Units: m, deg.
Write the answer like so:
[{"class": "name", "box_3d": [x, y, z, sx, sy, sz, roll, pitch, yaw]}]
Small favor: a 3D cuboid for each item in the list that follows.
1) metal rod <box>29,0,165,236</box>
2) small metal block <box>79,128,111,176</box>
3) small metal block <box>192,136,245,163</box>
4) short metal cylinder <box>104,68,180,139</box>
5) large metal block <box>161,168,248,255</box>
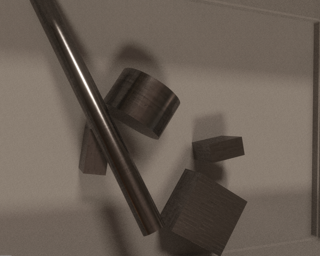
[{"class": "metal rod", "box_3d": [-0.074, -0.026, 0.339, 0.025, 0.025, 0.299, -25, 82, -19]}, {"class": "small metal block", "box_3d": [-0.078, 0.027, 0.369, 0.025, 0.050, 0.050, 9, 87, -20]}, {"class": "small metal block", "box_3d": [0.079, 0.028, 0.428, 0.050, 0.050, 0.025, -11, 94, -20]}, {"class": "short metal cylinder", "box_3d": [-0.023, -0.028, 0.374, 0.080, 0.080, 0.050, 34, 79, -17]}, {"class": "large metal block", "box_3d": [0.057, 0.112, 0.420, 0.080, 0.050, 0.080, 33, 79, -17]}]
